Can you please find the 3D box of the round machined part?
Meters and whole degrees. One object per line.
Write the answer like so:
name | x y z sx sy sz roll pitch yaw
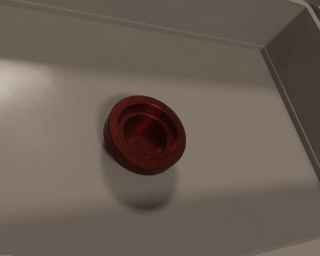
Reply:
round machined part | -0.021 0.012 0.377 0.099 0.042 0.098 14 56 -21
